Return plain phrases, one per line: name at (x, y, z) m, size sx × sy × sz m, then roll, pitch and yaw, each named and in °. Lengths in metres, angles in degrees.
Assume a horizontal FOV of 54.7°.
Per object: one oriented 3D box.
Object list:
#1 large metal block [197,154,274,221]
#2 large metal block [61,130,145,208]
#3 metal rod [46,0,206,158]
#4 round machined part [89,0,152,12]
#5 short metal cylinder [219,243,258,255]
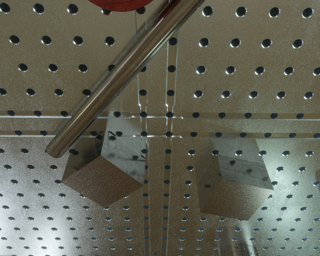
large metal block at (0.112, 0.093, 0.475) m, size 0.081 × 0.050 × 0.079 m, roll 13°, pitch 129°, yaw -11°
large metal block at (-0.079, 0.061, 0.446) m, size 0.080 × 0.050 × 0.080 m, roll -34°, pitch 123°, yaw 25°
metal rod at (-0.051, -0.055, 0.364) m, size 0.025 × 0.025 × 0.299 m, roll 33°, pitch 123°, yaw -25°
round machined part at (-0.038, -0.151, 0.272) m, size 0.099 × 0.042 × 0.097 m, roll 0°, pitch 130°, yaw 0°
short metal cylinder at (0.165, 0.281, 0.636) m, size 0.081 × 0.050 × 0.079 m, roll 0°, pitch 130°, yaw 0°
